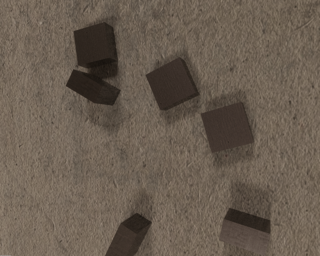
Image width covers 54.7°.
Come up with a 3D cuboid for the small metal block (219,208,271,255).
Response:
[{"bbox_3d":[0.100,0.119,0.360,0.050,0.050,0.025,14,95,19],"label":"small metal block"}]

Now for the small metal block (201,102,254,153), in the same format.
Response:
[{"bbox_3d":[0.083,0.000,0.379,0.050,0.025,0.050,-16,85,19],"label":"small metal block"}]

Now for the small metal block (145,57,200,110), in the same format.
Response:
[{"bbox_3d":[0.017,-0.056,0.402,0.050,0.025,0.050,-25,82,18],"label":"small metal block"}]

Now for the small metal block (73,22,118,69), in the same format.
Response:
[{"bbox_3d":[-0.091,-0.116,0.440,0.050,0.025,0.050,-9,87,19],"label":"small metal block"}]

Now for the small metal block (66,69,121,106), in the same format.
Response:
[{"bbox_3d":[-0.091,-0.055,0.426,0.050,0.050,0.025,30,100,17],"label":"small metal block"}]

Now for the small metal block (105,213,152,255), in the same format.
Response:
[{"bbox_3d":[-0.041,0.146,0.409,0.025,0.050,0.050,28,99,17],"label":"small metal block"}]
